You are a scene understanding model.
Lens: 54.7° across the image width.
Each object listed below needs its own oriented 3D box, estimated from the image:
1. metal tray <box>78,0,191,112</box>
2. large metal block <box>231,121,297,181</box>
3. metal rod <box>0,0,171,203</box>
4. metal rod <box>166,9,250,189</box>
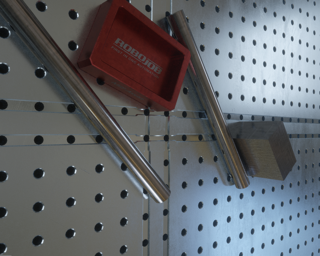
[{"bbox_3d":[-0.025,-0.086,0.384,0.131,0.030,0.090,28,73,-37],"label":"metal tray"},{"bbox_3d":[0.166,0.036,0.513,0.050,0.080,0.080,-42,116,-32],"label":"large metal block"},{"bbox_3d":[-0.074,-0.020,0.346,0.025,0.025,0.299,-50,120,-28],"label":"metal rod"},{"bbox_3d":[0.080,-0.031,0.476,0.025,0.025,0.299,-39,114,-33],"label":"metal rod"}]
